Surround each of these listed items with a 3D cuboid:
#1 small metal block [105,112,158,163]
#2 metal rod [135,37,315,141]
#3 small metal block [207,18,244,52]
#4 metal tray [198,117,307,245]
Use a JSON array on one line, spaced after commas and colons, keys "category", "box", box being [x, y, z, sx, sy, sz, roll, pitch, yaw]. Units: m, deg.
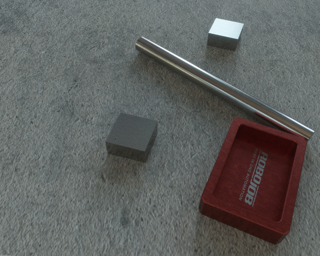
[{"category": "small metal block", "box": [-0.035, 0.012, 0.393, 0.050, 0.025, 0.050, 13, 51, 10]}, {"category": "metal rod", "box": [0.079, -0.064, 0.457, 0.300, 0.025, 0.025, 35, 58, 25]}, {"category": "small metal block", "box": [0.115, -0.164, 0.543, 0.050, 0.025, 0.050, 17, 52, 13]}, {"category": "metal tray", "box": [0.109, 0.053, 0.356, 0.090, 0.030, 0.130, 20, 53, 15]}]
